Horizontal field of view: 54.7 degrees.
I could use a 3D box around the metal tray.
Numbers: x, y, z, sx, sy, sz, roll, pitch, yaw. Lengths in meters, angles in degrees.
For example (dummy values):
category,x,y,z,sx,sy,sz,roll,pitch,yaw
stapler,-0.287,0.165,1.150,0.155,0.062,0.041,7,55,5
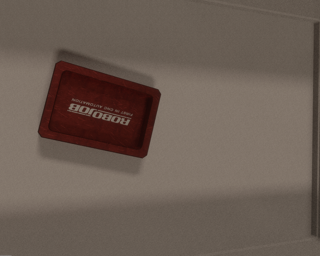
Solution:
category,x,y,z,sx,sy,sz,roll,pitch,yaw
metal tray,-0.072,-0.019,0.381,0.131,0.030,0.090,14,85,-20
